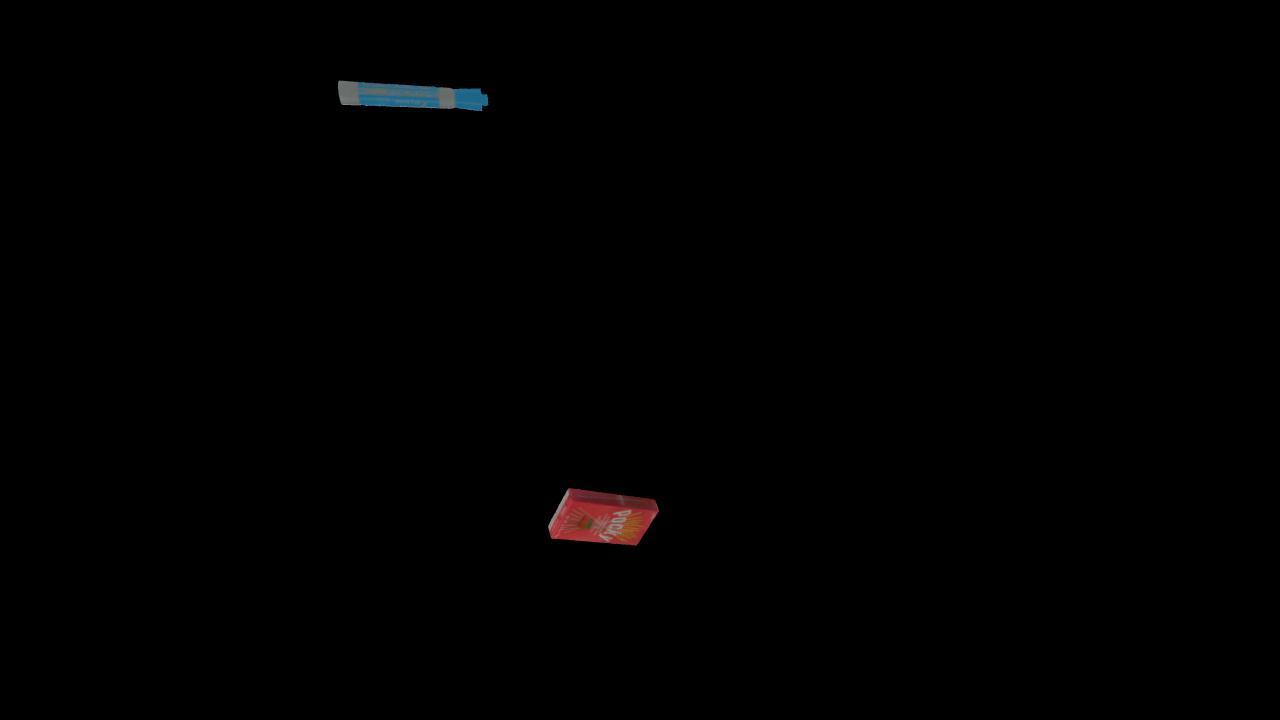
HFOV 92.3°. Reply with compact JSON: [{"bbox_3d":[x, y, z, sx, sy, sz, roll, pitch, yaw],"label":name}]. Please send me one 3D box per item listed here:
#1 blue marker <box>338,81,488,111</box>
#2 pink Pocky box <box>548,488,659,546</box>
[{"bbox_3d":[-0.194,-0.228,0.532,0.121,0.020,0.020,-4,1,-17],"label":"blue marker"},{"bbox_3d":[-0.055,0.245,0.951,0.155,0.084,0.029,14,29,-29],"label":"pink Pocky box"}]
